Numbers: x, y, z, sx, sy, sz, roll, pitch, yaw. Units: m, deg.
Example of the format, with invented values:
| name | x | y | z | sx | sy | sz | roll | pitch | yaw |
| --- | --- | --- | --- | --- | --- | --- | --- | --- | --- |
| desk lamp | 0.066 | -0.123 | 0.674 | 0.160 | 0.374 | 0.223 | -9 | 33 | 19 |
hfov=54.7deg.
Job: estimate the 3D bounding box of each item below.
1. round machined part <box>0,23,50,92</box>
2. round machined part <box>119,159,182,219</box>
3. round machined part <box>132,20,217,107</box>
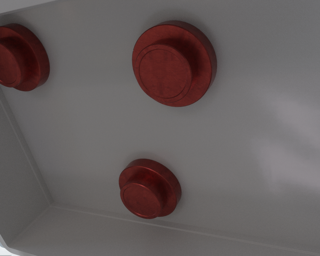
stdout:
| name | x | y | z | sx | sy | sz | roll | pitch | yaw |
| --- | --- | --- | --- | --- | --- | --- | --- | --- | --- |
| round machined part | -0.214 | -0.098 | 0.450 | 0.098 | 0.042 | 0.097 | 13 | 124 | 21 |
| round machined part | -0.021 | 0.098 | 0.470 | 0.098 | 0.042 | 0.097 | 13 | 124 | 21 |
| round machined part | 0.011 | -0.067 | 0.350 | 0.098 | 0.042 | 0.097 | 13 | 124 | 21 |
